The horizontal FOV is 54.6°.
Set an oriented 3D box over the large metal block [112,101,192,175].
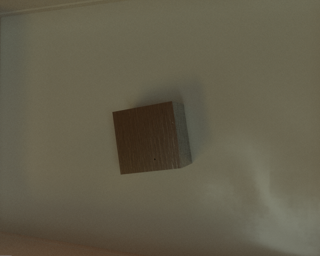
[{"bbox_3d":[-0.009,0.013,0.401,0.080,0.050,0.080,-9,87,20],"label":"large metal block"}]
